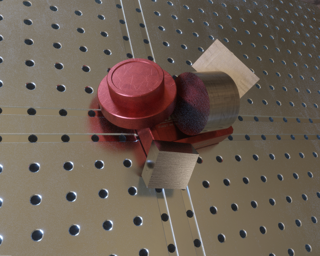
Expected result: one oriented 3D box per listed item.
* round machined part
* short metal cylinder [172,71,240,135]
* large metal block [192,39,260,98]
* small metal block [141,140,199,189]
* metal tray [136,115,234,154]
[{"bbox_3d":[-0.029,-0.049,0.383,0.099,0.042,0.098,-1,51,1],"label":"round machined part"},{"bbox_3d":[0.056,-0.033,0.403,0.050,0.080,0.080,-9,67,-33],"label":"short metal cylinder"},{"bbox_3d":[0.098,-0.083,0.466,0.080,0.050,0.080,44,15,1],"label":"large metal block"},{"bbox_3d":[0.011,0.044,0.364,0.050,0.050,0.025,7,24,-24],"label":"small metal block"},{"bbox_3d":[0.029,-0.014,0.427,0.131,0.030,0.090,-12,68,-33],"label":"metal tray"}]
